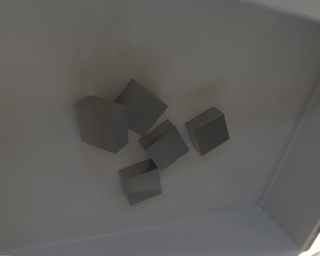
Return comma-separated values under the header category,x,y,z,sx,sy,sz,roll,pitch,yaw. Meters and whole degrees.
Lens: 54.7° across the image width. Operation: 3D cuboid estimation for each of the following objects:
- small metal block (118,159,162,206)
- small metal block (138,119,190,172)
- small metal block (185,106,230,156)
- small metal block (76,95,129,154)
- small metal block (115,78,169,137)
category,x,y,z,sx,sy,sz,roll,pitch,yaw
small metal block,-0.027,0.077,0.443,0.050,0.025,0.050,-19,126,-18
small metal block,0.006,0.024,0.429,0.050,0.025,0.050,-36,129,-5
small metal block,0.070,0.005,0.452,0.050,0.025,0.050,-30,129,-9
small metal block,-0.065,-0.004,0.352,0.025,0.050,0.050,-42,141,-47
small metal block,-0.027,-0.024,0.380,0.050,0.025,0.050,33,100,-39
